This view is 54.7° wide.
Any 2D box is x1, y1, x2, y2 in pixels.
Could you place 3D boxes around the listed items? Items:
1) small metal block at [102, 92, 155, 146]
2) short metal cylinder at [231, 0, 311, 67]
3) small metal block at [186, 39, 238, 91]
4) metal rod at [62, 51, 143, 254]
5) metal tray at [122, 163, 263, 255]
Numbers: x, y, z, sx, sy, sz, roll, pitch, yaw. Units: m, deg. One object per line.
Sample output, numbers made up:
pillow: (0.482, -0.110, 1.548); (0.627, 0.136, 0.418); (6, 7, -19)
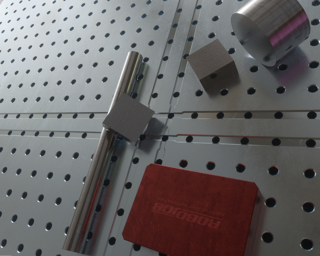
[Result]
small metal block: (-0.042, -0.012, 0.420); (0.050, 0.025, 0.050); (31, 76, -1)
short metal cylinder: (0.133, -0.122, 0.378); (0.050, 0.080, 0.080); (-39, 51, 2)
small metal block: (0.070, -0.087, 0.424); (0.050, 0.025, 0.050); (-29, 52, 9)
metal rod: (-0.072, 0.016, 0.434); (0.025, 0.025, 0.300); (0, 61, 28)
metal tray: (0.033, 0.093, 0.330); (0.130, 0.030, 0.090); (7, 65, 30)
